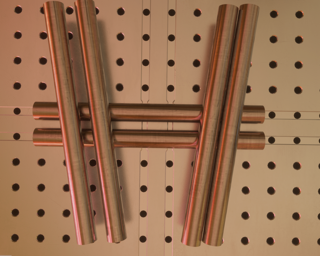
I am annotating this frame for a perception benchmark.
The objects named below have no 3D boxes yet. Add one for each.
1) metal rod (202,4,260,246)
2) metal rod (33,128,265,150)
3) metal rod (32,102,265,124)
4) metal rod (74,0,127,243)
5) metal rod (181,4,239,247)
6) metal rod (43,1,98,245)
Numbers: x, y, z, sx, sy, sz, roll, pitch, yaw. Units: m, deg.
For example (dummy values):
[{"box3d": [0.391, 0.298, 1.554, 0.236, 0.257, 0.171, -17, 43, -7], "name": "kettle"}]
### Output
[{"box3d": [0.089, -0.004, 0.390, 0.025, 0.025, 0.298, 9, 90, 0], "name": "metal rod"}, {"box3d": [-0.014, 0.015, 0.414, 0.302, 0.025, 0.025, 1, 90, 0], "name": "metal rod"}, {"box3d": [-0.014, -0.020, 0.414, 0.302, 0.025, 0.025, 1, 90, 0], "name": "metal rod"}, {"box3d": [-0.074, -0.009, 0.389, 0.025, 0.025, 0.298, -8, 90, 0], "name": "metal rod"}, {"box3d": [0.062, -0.003, 0.389, 0.025, 0.025, 0.298, 9, 90, 0], "name": "metal rod"}, {"box3d": [-0.112, -0.006, 0.388, 0.025, 0.025, 0.298, -8, 90, 0], "name": "metal rod"}]
